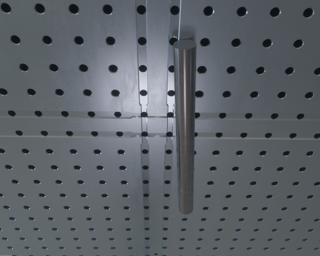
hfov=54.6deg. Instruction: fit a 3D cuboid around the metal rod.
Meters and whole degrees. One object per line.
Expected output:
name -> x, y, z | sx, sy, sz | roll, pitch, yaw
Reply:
metal rod -> 0.035, 0.023, 0.431 | 0.025, 0.025, 0.298 | -3, 130, 2
